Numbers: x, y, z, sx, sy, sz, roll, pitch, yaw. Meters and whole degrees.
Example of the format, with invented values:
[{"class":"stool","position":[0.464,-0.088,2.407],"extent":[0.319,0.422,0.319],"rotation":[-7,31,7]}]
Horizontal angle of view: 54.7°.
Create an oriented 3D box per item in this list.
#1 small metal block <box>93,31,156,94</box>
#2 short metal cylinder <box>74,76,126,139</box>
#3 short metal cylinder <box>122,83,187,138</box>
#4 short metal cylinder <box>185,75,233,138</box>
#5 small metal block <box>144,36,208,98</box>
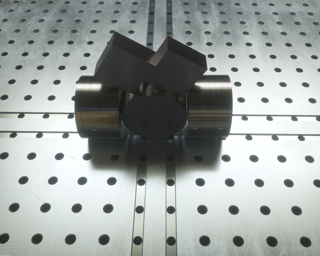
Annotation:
[{"class":"small metal block","position":[-0.039,-0.071,0.345],"extent":[0.050,0.050,0.025],"rotation":[22,46,-23]},{"class":"short metal cylinder","position":[-0.072,-0.026,0.392],"extent":[0.050,0.080,0.080],"rotation":[1,50,1]},{"class":"short metal cylinder","position":[-0.006,-0.031,0.397],"extent":[0.080,0.080,0.050],"rotation":[1,50,1]},{"class":"short metal cylinder","position":[0.059,-0.027,0.394],"extent":[0.050,0.080,0.080],"rotation":[0,50,1]},{"class":"small metal block","position":[0.017,-0.067,0.348],"extent":[0.050,0.050,0.025],"rotation":[21,46,-23]}]
